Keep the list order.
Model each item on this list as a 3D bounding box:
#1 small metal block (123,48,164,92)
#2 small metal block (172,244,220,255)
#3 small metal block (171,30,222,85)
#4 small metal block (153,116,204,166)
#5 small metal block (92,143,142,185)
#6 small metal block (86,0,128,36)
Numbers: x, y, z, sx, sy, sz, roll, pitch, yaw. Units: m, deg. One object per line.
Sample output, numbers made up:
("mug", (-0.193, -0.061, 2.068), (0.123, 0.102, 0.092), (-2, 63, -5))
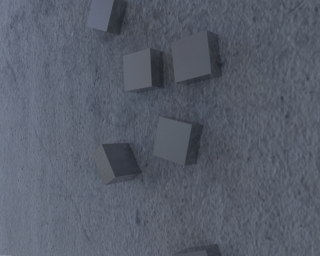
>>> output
("small metal block", (-0.023, -0.077, 0.422), (0.050, 0.025, 0.050), (-4, 87, 39))
("small metal block", (0.048, 0.168, 0.364), (0.050, 0.025, 0.050), (-26, 74, 36))
("small metal block", (0.043, -0.082, 0.368), (0.050, 0.025, 0.050), (-9, 85, 39))
("small metal block", (0.022, 0.015, 0.385), (0.050, 0.025, 0.050), (16, 100, 38))
("small metal block", (-0.060, 0.049, 0.436), (0.025, 0.050, 0.050), (-40, 66, 33))
("small metal block", (-0.081, -0.172, 0.469), (0.050, 0.025, 0.050), (26, 106, 36))
